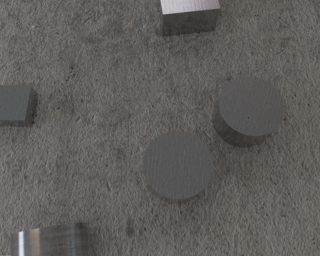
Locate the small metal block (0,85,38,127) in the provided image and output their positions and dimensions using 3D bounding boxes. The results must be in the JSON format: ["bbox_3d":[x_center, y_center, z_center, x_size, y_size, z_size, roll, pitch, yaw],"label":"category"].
[{"bbox_3d":[-0.198,-0.029,0.417,0.050,0.025,0.050,1,70,0],"label":"small metal block"}]

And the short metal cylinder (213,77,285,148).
[{"bbox_3d":[0.112,-0.020,0.403,0.081,0.050,0.080,0,70,0],"label":"short metal cylinder"}]

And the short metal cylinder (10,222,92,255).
[{"bbox_3d":[-0.114,0.134,0.329,0.081,0.080,0.050,-9,71,-4],"label":"short metal cylinder"}]

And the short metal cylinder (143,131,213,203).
[{"bbox_3d":[0.021,0.049,0.377,0.081,0.050,0.080,0,70,0],"label":"short metal cylinder"}]

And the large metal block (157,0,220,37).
[{"bbox_3d":[0.039,-0.190,0.465,0.081,0.050,0.080,-7,70,-3],"label":"large metal block"}]
